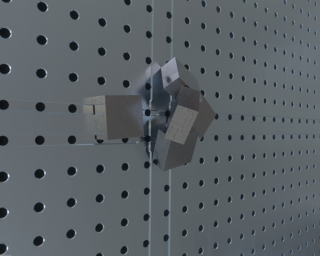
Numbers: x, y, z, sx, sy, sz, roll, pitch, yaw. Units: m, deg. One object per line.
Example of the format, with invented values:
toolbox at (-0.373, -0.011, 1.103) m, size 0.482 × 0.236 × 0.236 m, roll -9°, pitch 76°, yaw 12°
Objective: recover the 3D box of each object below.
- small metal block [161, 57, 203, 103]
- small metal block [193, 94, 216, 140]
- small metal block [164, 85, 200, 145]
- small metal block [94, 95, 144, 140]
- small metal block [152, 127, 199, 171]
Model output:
small metal block at (0.029, -0.059, 0.416) m, size 0.050 × 0.025 × 0.050 m, roll 39°, pitch 29°, yaw -33°
small metal block at (0.049, -0.018, 0.449) m, size 0.050 × 0.025 × 0.050 m, roll 50°, pitch 61°, yaw -28°
small metal block at (0.028, -0.017, 0.381) m, size 0.025 × 0.050 × 0.050 m, roll 19°, pitch 35°, yaw -4°
small metal block at (-0.048, -0.013, 0.368) m, size 0.050 × 0.025 × 0.050 m, roll -5°, pitch 94°, yaw -40°
small metal block at (0.021, 0.025, 0.412) m, size 0.050 × 0.025 × 0.050 m, roll -12°, pitch 125°, yaw -39°
